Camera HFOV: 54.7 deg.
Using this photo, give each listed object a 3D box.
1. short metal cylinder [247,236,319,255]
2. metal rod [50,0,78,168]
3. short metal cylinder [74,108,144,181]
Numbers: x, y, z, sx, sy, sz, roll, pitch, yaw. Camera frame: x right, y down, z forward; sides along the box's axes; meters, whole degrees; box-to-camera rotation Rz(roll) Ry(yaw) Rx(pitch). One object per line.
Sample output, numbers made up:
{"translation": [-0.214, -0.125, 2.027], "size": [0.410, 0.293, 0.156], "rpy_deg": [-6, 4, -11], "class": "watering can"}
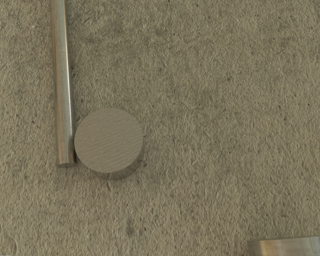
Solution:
{"translation": [0.137, 0.143, 0.328], "size": [0.081, 0.080, 0.050], "rpy_deg": [-4, 70, -2], "class": "short metal cylinder"}
{"translation": [-0.139, -0.092, 0.440], "size": [0.025, 0.025, 0.299], "rpy_deg": [-8, 70, -3], "class": "metal rod"}
{"translation": [-0.060, 0.021, 0.387], "size": [0.081, 0.050, 0.080], "rpy_deg": [0, 70, 0], "class": "short metal cylinder"}
